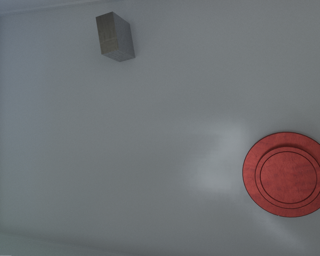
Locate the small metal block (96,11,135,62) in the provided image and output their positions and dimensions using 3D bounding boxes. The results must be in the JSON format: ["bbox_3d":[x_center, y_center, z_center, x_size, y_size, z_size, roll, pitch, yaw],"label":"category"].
[{"bbox_3d":[-0.059,-0.121,0.417,0.025,0.050,0.050,-11,87,19],"label":"small metal block"}]

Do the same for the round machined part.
[{"bbox_3d":[0.144,0.053,0.351,0.098,0.042,0.097,0,90,19],"label":"round machined part"}]
